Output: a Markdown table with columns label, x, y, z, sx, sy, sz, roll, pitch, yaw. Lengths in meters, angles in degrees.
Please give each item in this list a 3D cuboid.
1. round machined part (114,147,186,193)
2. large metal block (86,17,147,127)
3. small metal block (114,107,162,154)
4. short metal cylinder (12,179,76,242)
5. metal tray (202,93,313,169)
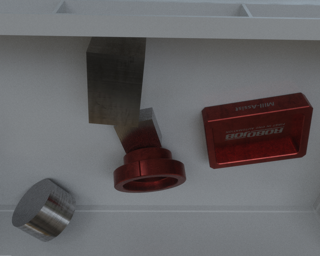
| label | x | y | z | sx | sy | sz | roll | pitch | yaw |
| --- | --- | --- | --- | --- | --- | --- | --- | --- | --- |
| round machined part | -0.015 | 0.058 | 0.431 | 0.099 | 0.042 | 0.098 | -6 | 156 | -3 |
| large metal block | -0.043 | -0.059 | 0.322 | 0.050 | 0.080 | 0.079 | 5 | 130 | -5 |
| small metal block | -0.028 | 0.004 | 0.412 | 0.050 | 0.025 | 0.050 | -11 | 130 | 9 |
| short metal cylinder | -0.178 | 0.126 | 0.478 | 0.080 | 0.080 | 0.050 | -28 | 125 | 21 |
| metal tray | 0.127 | 0.007 | 0.413 | 0.131 | 0.030 | 0.090 | -9 | 130 | 6 |
